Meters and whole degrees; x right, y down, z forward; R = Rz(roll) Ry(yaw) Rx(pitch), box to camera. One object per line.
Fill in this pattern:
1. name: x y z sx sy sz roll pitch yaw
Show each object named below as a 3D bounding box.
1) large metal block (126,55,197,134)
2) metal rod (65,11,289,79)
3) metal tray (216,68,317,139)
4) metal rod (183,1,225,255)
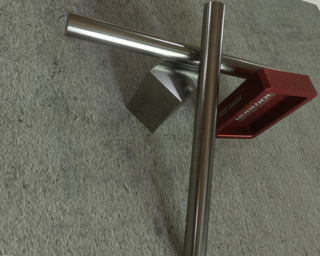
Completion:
1. large metal block: 0.012 -0.050 0.407 0.050 0.080 0.080 45 51 2
2. metal rod: 0.042 -0.087 0.378 0.302 0.025 0.025 8 58 -25
3. metal tray: 0.132 -0.027 0.426 0.091 0.129 0.030 2 61 -28
4. metal rod: 0.050 0.006 0.348 0.025 0.025 0.298 8 84 -25
